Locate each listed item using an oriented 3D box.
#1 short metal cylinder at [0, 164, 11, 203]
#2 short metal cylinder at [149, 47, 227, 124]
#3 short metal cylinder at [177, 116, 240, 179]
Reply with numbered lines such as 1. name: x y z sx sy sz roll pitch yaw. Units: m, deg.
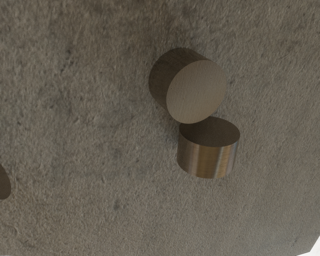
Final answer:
1. short metal cylinder: -0.193 0.051 0.298 0.050 0.080 0.080 -37 130 -4
2. short metal cylinder: 0.033 -0.052 0.378 0.081 0.050 0.079 -14 125 -21
3. short metal cylinder: 0.065 0.024 0.424 0.081 0.080 0.050 -11 123 -23
